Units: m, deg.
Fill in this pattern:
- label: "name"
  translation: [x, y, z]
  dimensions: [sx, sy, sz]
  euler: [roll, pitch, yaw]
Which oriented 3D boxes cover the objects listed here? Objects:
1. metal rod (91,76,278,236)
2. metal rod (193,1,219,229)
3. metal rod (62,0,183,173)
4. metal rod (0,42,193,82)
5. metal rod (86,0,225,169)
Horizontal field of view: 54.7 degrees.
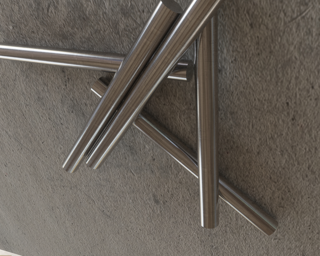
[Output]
- label: "metal rod"
  translation: [0.032, 0.037, 0.411]
  dimensions: [0.300, 0.025, 0.025]
  euler: [40, 129, 0]
- label: "metal rod"
  translation: [0.053, -0.013, 0.350]
  dimensions: [0.025, 0.025, 0.298]
  euler: [6, 115, 25]
- label: "metal rod"
  translation: [-0.064, -0.029, 0.387]
  dimensions: [0.025, 0.025, 0.298]
  euler: [41, 129, 0]
- label: "metal rod"
  translation: [-0.104, -0.090, 0.403]
  dimensions: [0.301, 0.025, 0.025]
  euler: [11, 123, 22]
- label: "metal rod"
  translation: [-0.023, -0.037, 0.359]
  dimensions: [0.025, 0.025, 0.298]
  euler: [41, 130, 0]
